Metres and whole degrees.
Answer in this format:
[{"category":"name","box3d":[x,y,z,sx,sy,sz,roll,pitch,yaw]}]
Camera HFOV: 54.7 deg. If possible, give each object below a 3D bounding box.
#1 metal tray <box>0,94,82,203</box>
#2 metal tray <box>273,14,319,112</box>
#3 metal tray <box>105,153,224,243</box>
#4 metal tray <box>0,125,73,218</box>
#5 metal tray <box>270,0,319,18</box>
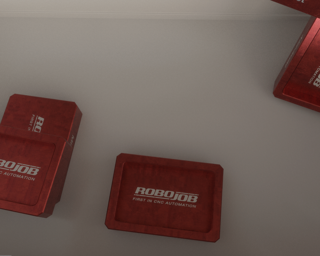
[{"category":"metal tray","box3d":[-0.161,0.025,0.397,0.091,0.030,0.130,8,70,3]},{"category":"metal tray","box3d":[0.210,-0.080,0.383,0.090,0.129,0.030,21,49,7]},{"category":"metal tray","box3d":[0.007,0.084,0.376,0.131,0.030,0.090,7,70,2]},{"category":"metal tray","box3d":[-0.179,0.045,0.356,0.131,0.030,0.090,11,70,4]},{"category":"metal tray","box3d":[0.150,-0.175,0.337,0.130,0.030,0.090,27,66,13]}]
